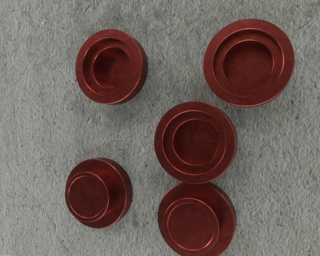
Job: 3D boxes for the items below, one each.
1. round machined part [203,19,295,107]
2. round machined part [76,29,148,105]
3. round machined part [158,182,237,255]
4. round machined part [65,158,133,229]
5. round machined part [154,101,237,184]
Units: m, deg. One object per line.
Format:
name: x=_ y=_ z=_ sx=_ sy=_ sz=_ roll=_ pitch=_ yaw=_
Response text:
round machined part: x=0.104 y=-0.072 z=0.363 sx=0.098 sy=0.042 sz=0.097 roll=0 pitch=90 yaw=20
round machined part: x=-0.061 y=-0.080 z=0.422 sx=0.098 sy=0.042 sz=0.097 roll=0 pitch=90 yaw=20
round machined part: x=0.043 y=0.116 z=0.385 sx=0.098 sy=0.042 sz=0.097 roll=0 pitch=90 yaw=20
round machined part: x=-0.091 y=0.092 z=0.432 sx=0.098 sy=0.042 sz=0.097 roll=0 pitch=90 yaw=20
round machined part: x=0.046 y=0.017 z=0.384 sx=0.098 sy=0.042 sz=0.097 roll=0 pitch=90 yaw=20
